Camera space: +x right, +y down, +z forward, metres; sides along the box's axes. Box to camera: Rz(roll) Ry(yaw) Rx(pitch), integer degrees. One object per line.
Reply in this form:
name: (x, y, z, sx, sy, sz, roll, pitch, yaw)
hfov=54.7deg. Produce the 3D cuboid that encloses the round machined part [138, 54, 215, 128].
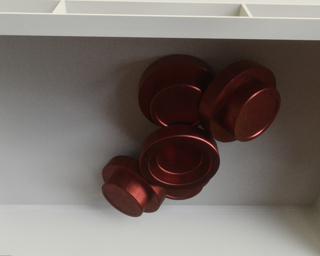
round machined part: (0.023, -0.034, 0.367, 0.099, 0.042, 0.097, -1, 130, 0)

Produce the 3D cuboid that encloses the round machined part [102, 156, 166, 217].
round machined part: (-0.044, 0.089, 0.444, 0.098, 0.042, 0.097, 21, 138, 21)

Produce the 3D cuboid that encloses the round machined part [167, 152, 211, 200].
round machined part: (0.028, 0.069, 0.455, 0.099, 0.042, 0.097, -1, 130, 0)

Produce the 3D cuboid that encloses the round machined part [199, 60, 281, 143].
round machined part: (0.096, -0.023, 0.349, 0.099, 0.042, 0.097, -20, 132, -24)

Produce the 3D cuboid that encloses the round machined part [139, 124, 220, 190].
round machined part: (0.024, 0.032, 0.395, 0.099, 0.042, 0.097, -1, 130, 0)
